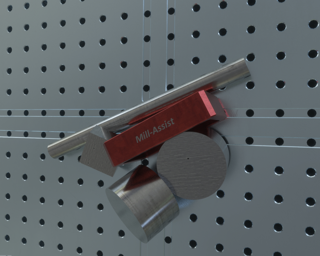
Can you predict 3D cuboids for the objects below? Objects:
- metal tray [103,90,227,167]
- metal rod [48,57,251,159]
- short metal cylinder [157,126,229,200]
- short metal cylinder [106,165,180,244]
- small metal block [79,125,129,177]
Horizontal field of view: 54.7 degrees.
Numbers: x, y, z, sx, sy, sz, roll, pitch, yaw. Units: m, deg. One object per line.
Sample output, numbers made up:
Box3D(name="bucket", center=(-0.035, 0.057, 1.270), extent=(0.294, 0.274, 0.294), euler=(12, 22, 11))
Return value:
Box3D(name="metal tray", center=(0.009, 0.002, 0.371), extent=(0.130, 0.090, 0.030), euler=(-28, 81, 18))
Box3D(name="metal rod", center=(-0.027, -0.020, 0.418), extent=(0.300, 0.025, 0.025), euler=(-22, 83, 18))
Box3D(name="short metal cylinder", center=(0.042, 0.040, 0.375), extent=(0.080, 0.050, 0.079), euler=(2, 99, 15))
Box3D(name="short metal cylinder", center=(-0.022, 0.092, 0.380), extent=(0.050, 0.080, 0.080), euler=(-35, 75, -26))
Box3D(name="small metal block", center=(-0.075, 0.031, 0.422), extent=(0.050, 0.025, 0.050), euler=(24, 115, -1))
